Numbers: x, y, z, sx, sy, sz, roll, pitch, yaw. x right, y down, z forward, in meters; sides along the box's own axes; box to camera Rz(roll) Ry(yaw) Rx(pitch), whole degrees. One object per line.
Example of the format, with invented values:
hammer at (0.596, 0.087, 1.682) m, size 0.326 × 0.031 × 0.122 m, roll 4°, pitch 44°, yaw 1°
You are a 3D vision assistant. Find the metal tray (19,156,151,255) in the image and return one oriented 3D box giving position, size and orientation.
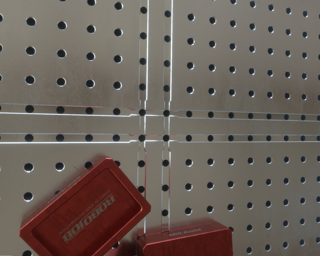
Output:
metal tray at (-0.087, 0.108, 0.378) m, size 0.130 × 0.030 × 0.090 m, roll -41°, pitch 103°, yaw -16°

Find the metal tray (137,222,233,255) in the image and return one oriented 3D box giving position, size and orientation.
metal tray at (0.037, 0.188, 0.425) m, size 0.131 × 0.030 × 0.089 m, roll -3°, pitch 91°, yaw -21°
